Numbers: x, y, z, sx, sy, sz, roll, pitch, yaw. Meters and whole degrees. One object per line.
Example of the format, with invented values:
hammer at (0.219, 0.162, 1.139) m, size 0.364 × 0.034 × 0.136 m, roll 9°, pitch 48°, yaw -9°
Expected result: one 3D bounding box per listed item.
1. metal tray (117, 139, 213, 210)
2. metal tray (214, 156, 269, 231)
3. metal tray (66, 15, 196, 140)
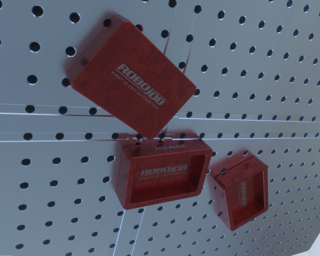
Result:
metal tray at (0.007, 0.066, 0.454) m, size 0.131 × 0.030 × 0.089 m, roll -4°, pitch 121°, yaw -27°
metal tray at (0.153, 0.123, 0.570) m, size 0.091 × 0.030 × 0.129 m, roll -26°, pitch 128°, yaw -13°
metal tray at (-0.028, -0.053, 0.361) m, size 0.090 × 0.030 × 0.130 m, roll -49°, pitch 129°, yaw 6°
